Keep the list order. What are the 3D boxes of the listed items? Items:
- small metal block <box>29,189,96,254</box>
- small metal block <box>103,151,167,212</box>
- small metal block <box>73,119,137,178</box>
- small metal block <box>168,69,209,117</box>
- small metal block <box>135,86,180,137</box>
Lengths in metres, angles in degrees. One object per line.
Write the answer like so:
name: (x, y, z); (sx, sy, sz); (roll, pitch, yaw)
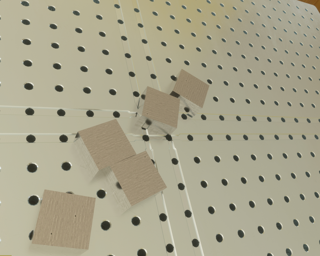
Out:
small metal block: (-0.094, 0.092, 0.302); (0.050, 0.025, 0.050); (15, 56, -20)
small metal block: (-0.029, 0.061, 0.357); (0.050, 0.025, 0.050); (-21, 73, -36)
small metal block: (-0.064, 0.023, 0.361); (0.050, 0.025, 0.050); (-21, 73, -36)
small metal block: (0.042, -0.053, 0.465); (0.050, 0.025, 0.050); (30, 52, -10)
small metal block: (-0.003, -0.023, 0.422); (0.050, 0.025, 0.050); (20, 54, -17)
